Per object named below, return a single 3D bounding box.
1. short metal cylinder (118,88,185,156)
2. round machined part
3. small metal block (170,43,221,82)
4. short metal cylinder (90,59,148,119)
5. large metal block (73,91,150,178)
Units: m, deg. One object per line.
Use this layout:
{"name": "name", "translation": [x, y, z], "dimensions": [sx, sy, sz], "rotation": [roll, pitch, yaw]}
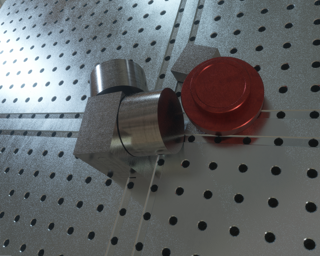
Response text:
{"name": "short metal cylinder", "translation": [-0.008, -0.006, 0.381], "dimensions": [0.050, 0.080, 0.080], "rotation": [-7, 59, 25]}
{"name": "round machined part", "translation": [0.073, -0.043, 0.370], "dimensions": [0.098, 0.042, 0.098], "rotation": [-4, 71, 14]}
{"name": "small metal block", "translation": [0.051, -0.089, 0.436], "dimensions": [0.050, 0.025, 0.050], "rotation": [21, 73, 36]}
{"name": "short metal cylinder", "translation": [-0.056, -0.049, 0.433], "dimensions": [0.080, 0.080, 0.050], "rotation": [-23, 54, 15]}
{"name": "large metal block", "translation": [-0.056, 0.012, 0.395], "dimensions": [0.050, 0.080, 0.080], "rotation": [-7, 59, 25]}
